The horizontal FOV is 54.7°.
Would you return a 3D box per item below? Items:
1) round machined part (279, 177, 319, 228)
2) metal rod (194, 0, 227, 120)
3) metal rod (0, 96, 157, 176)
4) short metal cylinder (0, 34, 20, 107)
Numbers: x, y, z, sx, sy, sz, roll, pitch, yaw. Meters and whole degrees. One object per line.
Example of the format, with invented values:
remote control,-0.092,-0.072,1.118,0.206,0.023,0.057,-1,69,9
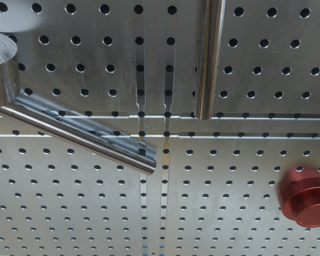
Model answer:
round machined part,0.254,0.130,0.515,0.099,0.042,0.097,-1,130,0
metal rod,0.053,-0.132,0.300,0.025,0.025,0.298,-1,130,0
metal rod,-0.139,-0.001,0.408,0.302,0.025,0.025,25,126,-21
short metal cylinder,-0.190,-0.062,0.320,0.081,0.080,0.050,10,129,-9
